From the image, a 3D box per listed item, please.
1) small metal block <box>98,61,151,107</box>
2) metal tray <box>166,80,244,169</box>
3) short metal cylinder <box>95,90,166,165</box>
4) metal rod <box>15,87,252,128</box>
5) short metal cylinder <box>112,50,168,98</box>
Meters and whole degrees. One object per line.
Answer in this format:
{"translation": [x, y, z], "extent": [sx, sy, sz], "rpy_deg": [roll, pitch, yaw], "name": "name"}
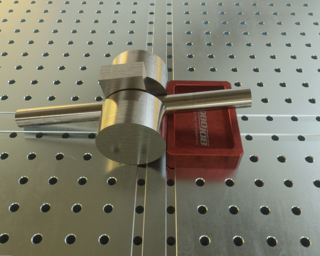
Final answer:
{"translation": [-0.040, -0.049, 0.371], "extent": [0.050, 0.050, 0.025], "rpy_deg": [-5, 50, 7], "name": "small metal block"}
{"translation": [0.054, -0.009, 0.412], "extent": [0.091, 0.030, 0.130], "rpy_deg": [1, 50, 1], "name": "metal tray"}
{"translation": [-0.033, 0.001, 0.370], "extent": [0.080, 0.080, 0.050], "rpy_deg": [1, 50, 1], "name": "short metal cylinder"}
{"translation": [-0.039, -0.025, 0.398], "extent": [0.301, 0.025, 0.025], "rpy_deg": [-5, 50, 7], "name": "metal rod"}
{"translation": [-0.030, -0.058, 0.418], "extent": [0.081, 0.080, 0.050], "rpy_deg": [1, 50, 0], "name": "short metal cylinder"}
